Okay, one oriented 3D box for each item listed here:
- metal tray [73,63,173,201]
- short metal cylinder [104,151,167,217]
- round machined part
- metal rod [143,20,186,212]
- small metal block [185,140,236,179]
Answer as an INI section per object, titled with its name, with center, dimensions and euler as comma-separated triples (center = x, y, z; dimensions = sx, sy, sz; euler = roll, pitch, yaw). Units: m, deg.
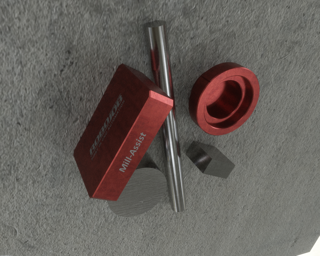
[metal tray]
center = -0.047, 0.003, 0.344
dimensions = 0.030, 0.090, 0.129
euler = 20, 108, -36
[short metal cylinder]
center = -0.038, 0.072, 0.417
dimensions = 0.081, 0.050, 0.079
euler = -14, 125, -21
[round machined part]
center = 0.081, -0.042, 0.417
dimensions = 0.099, 0.042, 0.097
euler = -14, 125, -21
[metal rod]
center = 0.013, 0.007, 0.422
dimensions = 0.025, 0.025, 0.298
euler = -21, 127, -17
[small metal block]
center = 0.074, 0.047, 0.460
dimensions = 0.050, 0.050, 0.025
euler = 18, 109, -36
